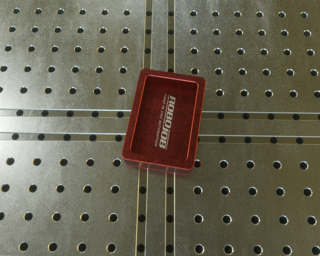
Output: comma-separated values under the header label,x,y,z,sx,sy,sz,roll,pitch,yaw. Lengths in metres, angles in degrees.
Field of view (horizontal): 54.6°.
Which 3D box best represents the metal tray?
label,x,y,z,sx,sy,sz,roll,pitch,yaw
metal tray,0.007,-0.011,0.412,0.090,0.030,0.130,9,70,3
